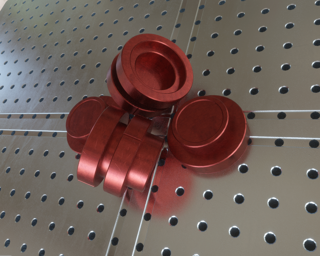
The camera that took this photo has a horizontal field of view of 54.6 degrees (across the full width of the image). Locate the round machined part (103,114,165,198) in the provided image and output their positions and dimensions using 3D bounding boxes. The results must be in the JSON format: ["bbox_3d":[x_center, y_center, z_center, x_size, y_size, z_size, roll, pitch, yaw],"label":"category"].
[{"bbox_3d":[-0.026,0.037,0.365,0.042,0.098,0.098,23,71,3],"label":"round machined part"}]

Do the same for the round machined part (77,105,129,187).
[{"bbox_3d":[-0.056,0.026,0.370,0.042,0.098,0.098,22,71,3],"label":"round machined part"}]

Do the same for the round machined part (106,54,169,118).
[{"bbox_3d":[-0.026,-0.058,0.426,0.042,0.099,0.098,-41,35,56],"label":"round machined part"}]

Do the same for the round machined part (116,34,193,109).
[{"bbox_3d":[-0.010,-0.069,0.401,0.042,0.099,0.098,-41,35,56],"label":"round machined part"}]

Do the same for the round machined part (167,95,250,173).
[{"bbox_3d":[0.053,0.001,0.370,0.098,0.042,0.098,-13,56,21],"label":"round machined part"}]

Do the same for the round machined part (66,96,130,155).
[{"bbox_3d":[-0.097,-0.007,0.453,0.098,0.042,0.098,-13,56,21],"label":"round machined part"}]
